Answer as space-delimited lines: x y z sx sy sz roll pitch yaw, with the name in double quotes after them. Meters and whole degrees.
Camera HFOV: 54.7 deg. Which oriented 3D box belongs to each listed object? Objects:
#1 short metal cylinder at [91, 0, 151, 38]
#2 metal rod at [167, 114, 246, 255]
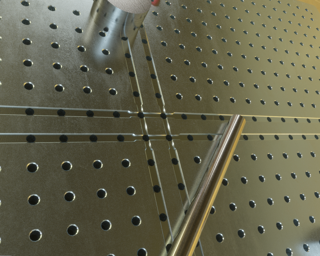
-0.060 -0.187 0.475 0.081 0.050 0.080 14 56 -21 "short metal cylinder"
0.056 0.086 0.387 0.025 0.025 0.301 37 51 -4 "metal rod"
